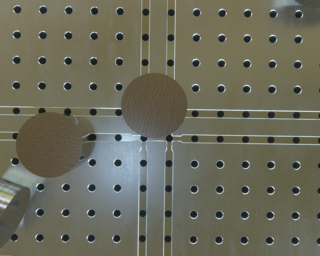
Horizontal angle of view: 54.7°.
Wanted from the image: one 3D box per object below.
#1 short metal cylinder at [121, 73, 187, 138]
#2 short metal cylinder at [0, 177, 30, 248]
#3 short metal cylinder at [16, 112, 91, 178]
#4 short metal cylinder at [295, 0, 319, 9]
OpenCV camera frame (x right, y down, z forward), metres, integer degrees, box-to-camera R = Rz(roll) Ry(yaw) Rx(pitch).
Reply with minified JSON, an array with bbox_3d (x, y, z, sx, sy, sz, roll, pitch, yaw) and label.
[{"bbox_3d":[-0.007,-0.027,0.401,0.081,0.050,0.079,0,90,0],"label":"short metal cylinder"},{"bbox_3d":[-0.206,0.103,0.384,0.050,0.080,0.080,21,90,0],"label":"short metal cylinder"},{"bbox_3d":[-0.134,0.020,0.400,0.081,0.050,0.079,0,90,0],"label":"short metal cylinder"},{"bbox_3d":[0.212,-0.191,0.387,0.080,0.080,0.050,13,90,0],"label":"short metal cylinder"}]
